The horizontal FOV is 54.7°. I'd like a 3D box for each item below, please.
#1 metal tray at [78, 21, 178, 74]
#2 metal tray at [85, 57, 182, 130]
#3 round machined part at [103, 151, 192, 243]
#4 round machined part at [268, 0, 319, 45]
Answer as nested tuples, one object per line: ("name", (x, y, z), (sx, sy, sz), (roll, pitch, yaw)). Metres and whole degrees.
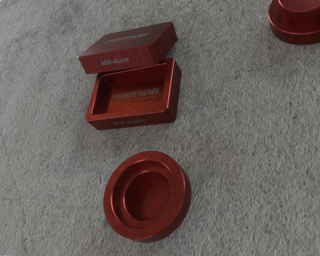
("metal tray", (-0.049, -0.123, 0.476), (0.130, 0.030, 0.090), (-1, 36, 28))
("metal tray", (-0.038, -0.048, 0.448), (0.130, 0.030, 0.090), (-6, 59, 24))
("round machined part", (-0.011, 0.079, 0.349), (0.098, 0.042, 0.098), (-13, 56, 20))
("round machined part", (0.188, -0.156, 0.390), (0.098, 0.042, 0.098), (-13, 56, 20))
